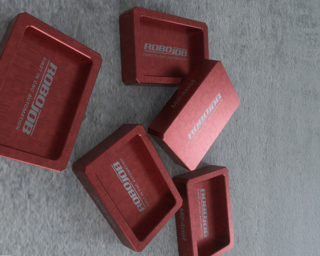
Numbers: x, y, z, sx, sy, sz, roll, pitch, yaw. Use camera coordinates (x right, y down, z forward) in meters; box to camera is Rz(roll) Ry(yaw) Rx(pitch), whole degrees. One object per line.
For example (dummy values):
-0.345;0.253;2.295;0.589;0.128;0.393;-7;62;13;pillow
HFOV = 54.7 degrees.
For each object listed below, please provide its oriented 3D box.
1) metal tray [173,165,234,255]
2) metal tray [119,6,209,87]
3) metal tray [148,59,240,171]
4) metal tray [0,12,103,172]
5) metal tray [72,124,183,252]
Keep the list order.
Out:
0.066;0.128;0.459;0.091;0.030;0.129;-10;96;-40;metal tray
0.011;-0.101;0.412;0.131;0.030;0.089;-4;93;-40;metal tray
0.051;-0.018;0.421;0.130;0.030;0.090;-53;133;-15;metal tray
-0.119;-0.031;0.302;0.090;0.030;0.130;25;74;-38;metal tray
-0.033;0.071;0.375;0.090;0.030;0.129;-41;115;-32;metal tray
